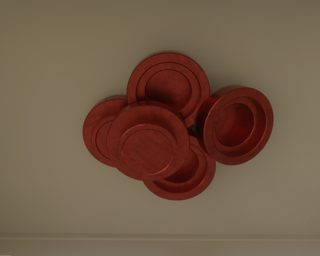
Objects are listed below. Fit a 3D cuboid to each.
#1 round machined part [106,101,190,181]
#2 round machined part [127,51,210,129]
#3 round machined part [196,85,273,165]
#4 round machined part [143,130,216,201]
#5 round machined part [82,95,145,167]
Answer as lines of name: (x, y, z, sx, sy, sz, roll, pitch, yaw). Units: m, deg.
round machined part: (-0.014, 0.020, 0.361, 0.099, 0.042, 0.097, 0, 110, -1)
round machined part: (0.010, -0.046, 0.384, 0.099, 0.042, 0.097, 0, 110, -1)
round machined part: (0.088, -0.006, 0.388, 0.099, 0.042, 0.097, -7, 109, -20)
round machined part: (0.023, 0.045, 0.417, 0.099, 0.042, 0.097, 0, 110, -1)
round machined part: (-0.051, 0.009, 0.401, 0.099, 0.042, 0.097, 0, 110, -1)
